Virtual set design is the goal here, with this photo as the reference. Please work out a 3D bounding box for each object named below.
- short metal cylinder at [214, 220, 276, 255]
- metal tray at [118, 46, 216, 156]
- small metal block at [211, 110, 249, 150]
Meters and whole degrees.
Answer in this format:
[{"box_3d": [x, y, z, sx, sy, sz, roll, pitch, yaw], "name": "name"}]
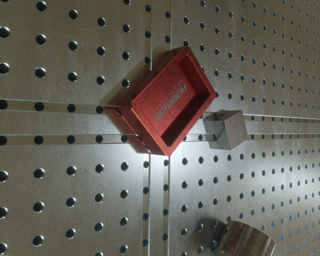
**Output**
[{"box_3d": [0.132, 0.189, 0.485, 0.080, 0.080, 0.050, 48, 62, -30], "name": "short metal cylinder"}, {"box_3d": [0.015, -0.037, 0.418, 0.130, 0.030, 0.090, -50, 120, -28], "name": "metal tray"}, {"box_3d": [0.115, 0.003, 0.506, 0.050, 0.025, 0.050, -27, 107, -37], "name": "small metal block"}]
